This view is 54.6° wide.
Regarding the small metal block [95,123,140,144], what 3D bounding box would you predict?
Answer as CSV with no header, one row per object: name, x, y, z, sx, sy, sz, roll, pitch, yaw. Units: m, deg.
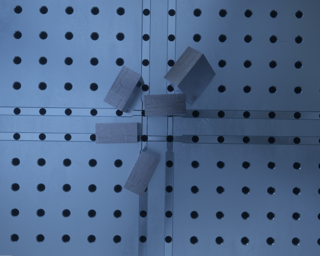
small metal block,-0.053,0.006,0.401,0.050,0.050,0.025,-1,90,0

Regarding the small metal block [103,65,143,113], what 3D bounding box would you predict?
small metal block,-0.046,-0.049,0.401,0.025,0.050,0.050,30,90,0

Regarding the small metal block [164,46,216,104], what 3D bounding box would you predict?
small metal block,0.040,-0.067,0.398,0.025,0.050,0.050,38,90,35

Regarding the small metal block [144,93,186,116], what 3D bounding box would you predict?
small metal block,0.006,-0.029,0.401,0.050,0.050,0.025,-3,91,0

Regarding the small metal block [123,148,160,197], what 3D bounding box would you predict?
small metal block,-0.022,0.055,0.401,0.025,0.050,0.050,26,90,0
